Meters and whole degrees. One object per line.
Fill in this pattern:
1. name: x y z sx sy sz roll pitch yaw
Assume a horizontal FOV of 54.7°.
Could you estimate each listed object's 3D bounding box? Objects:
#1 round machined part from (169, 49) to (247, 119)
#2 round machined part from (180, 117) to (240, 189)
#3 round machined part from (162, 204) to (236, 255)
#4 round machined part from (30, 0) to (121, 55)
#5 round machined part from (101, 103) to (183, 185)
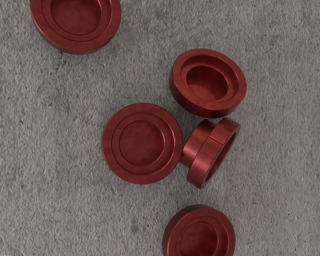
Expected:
1. round machined part: 0.059 -0.054 0.407 0.099 0.042 0.098 6 59 -10
2. round machined part: 0.061 0.027 0.402 0.042 0.098 0.098 32 78 18
3. round machined part: 0.048 0.152 0.418 0.099 0.042 0.097 0 90 -20
4. round machined part: -0.098 -0.134 0.363 0.099 0.042 0.097 0 90 -20
5. round machined part: -0.024 0.019 0.388 0.099 0.042 0.097 0 89 -15
